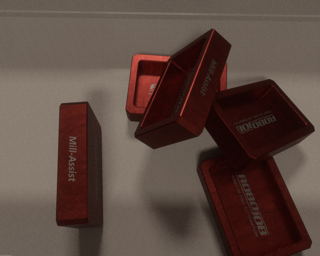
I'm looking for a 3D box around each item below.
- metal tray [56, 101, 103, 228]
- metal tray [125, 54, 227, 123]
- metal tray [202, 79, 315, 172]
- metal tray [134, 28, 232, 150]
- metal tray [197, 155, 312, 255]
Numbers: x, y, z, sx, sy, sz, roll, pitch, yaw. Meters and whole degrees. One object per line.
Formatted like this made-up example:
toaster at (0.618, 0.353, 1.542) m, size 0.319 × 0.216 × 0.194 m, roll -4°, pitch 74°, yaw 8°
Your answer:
metal tray at (-0.089, 0.046, 0.357) m, size 0.030 × 0.090 × 0.129 m, roll -4°, pitch 70°, yaw -2°
metal tray at (0.024, -0.051, 0.425) m, size 0.131 × 0.030 × 0.090 m, roll 4°, pitch 70°, yaw 1°
metal tray at (0.118, -0.009, 0.378) m, size 0.131 × 0.030 × 0.090 m, roll -17°, pitch 63°, yaw -35°
metal tray at (0.026, -0.044, 0.358) m, size 0.030 × 0.090 × 0.130 m, roll 35°, pitch 60°, yaw -23°
metal tray at (0.109, 0.092, 0.374) m, size 0.091 × 0.030 × 0.130 m, roll -17°, pitch 71°, yaw -7°
